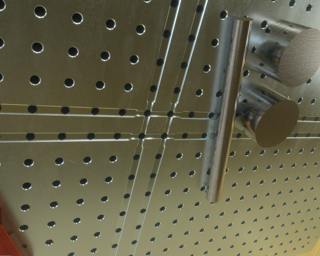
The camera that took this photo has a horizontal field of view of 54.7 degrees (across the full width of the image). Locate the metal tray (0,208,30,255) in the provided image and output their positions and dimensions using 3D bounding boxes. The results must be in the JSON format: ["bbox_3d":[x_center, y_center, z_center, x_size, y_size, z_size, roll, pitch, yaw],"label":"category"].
[{"bbox_3d":[-0.223,0.169,0.390,0.091,0.030,0.129,-20,126,-17],"label":"metal tray"}]

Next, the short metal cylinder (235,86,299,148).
[{"bbox_3d":[0.162,-0.017,0.473,0.081,0.050,0.079,-14,124,-21],"label":"short metal cylinder"}]

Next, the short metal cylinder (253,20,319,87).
[{"bbox_3d":[0.178,-0.103,0.428,0.081,0.050,0.079,-14,124,-21],"label":"short metal cylinder"}]

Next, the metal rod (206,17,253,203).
[{"bbox_3d":[0.097,-0.007,0.459,0.025,0.025,0.298,-12,124,-22],"label":"metal rod"}]
